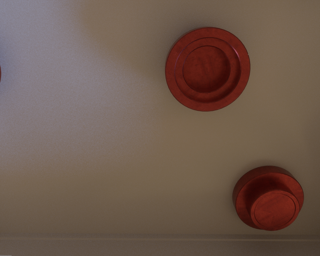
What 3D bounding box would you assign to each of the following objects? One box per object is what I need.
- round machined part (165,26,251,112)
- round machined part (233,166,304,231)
[{"bbox_3d":[0.055,-0.073,0.376,0.099,0.042,0.097,0,110,-1],"label":"round machined part"},{"bbox_3d":[0.158,0.107,0.444,0.099,0.042,0.097,0,110,-1],"label":"round machined part"}]
